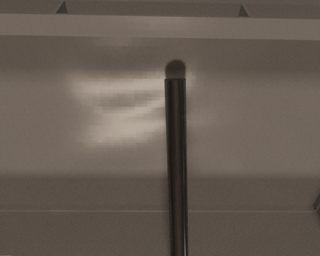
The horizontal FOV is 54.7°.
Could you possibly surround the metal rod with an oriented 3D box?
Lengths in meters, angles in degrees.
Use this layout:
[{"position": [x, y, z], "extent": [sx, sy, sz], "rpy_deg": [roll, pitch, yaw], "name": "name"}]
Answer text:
[{"position": [0.023, 0.086, 0.403], "extent": [0.025, 0.025, 0.298], "rpy_deg": [-2, 106, 1], "name": "metal rod"}]
